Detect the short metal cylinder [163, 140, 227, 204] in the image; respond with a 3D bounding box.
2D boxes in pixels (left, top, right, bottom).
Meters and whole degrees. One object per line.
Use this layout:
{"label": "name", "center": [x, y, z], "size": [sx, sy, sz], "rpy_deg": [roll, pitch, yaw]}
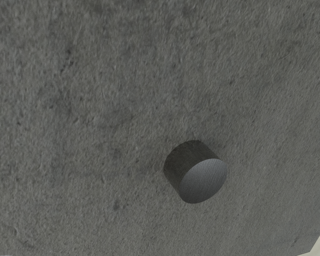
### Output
{"label": "short metal cylinder", "center": [0.052, 0.065, 0.462], "size": [0.081, 0.050, 0.079], "rpy_deg": [-14, 125, -21]}
